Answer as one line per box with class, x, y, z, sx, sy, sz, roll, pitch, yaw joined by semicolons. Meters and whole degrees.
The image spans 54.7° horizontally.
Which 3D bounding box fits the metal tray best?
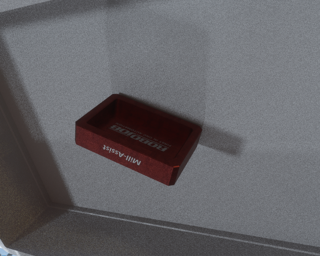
metal tray;-0.024;0.009;0.379;0.130;0.090;0.030;22;127;13
